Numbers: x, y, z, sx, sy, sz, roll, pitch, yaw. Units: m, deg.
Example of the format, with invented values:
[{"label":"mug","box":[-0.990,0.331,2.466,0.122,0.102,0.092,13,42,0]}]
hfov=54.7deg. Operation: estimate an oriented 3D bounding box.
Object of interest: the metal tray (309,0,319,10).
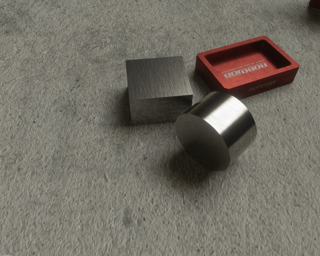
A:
[{"label":"metal tray","box":[0.346,-0.277,0.571,0.090,0.129,0.030,29,56,22]}]

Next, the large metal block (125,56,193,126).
[{"label":"large metal block","box":[-0.003,-0.053,0.431,0.081,0.050,0.080,-6,50,-5]}]

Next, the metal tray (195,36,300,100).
[{"label":"metal tray","box":[0.132,-0.093,0.478,0.131,0.030,0.090,-18,53,-15]}]

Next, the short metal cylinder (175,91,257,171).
[{"label":"short metal cylinder","box":[0.065,0.004,0.365,0.080,0.080,0.050,37,59,27]}]
